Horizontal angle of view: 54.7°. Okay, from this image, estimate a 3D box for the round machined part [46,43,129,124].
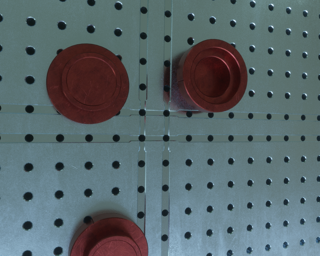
[{"bbox_3d":[-0.085,-0.053,0.373,0.099,0.042,0.097,0,90,-21],"label":"round machined part"}]

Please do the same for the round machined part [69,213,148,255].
[{"bbox_3d":[-0.061,0.159,0.382,0.099,0.042,0.097,0,90,-21],"label":"round machined part"}]

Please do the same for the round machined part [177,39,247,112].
[{"bbox_3d":[0.068,-0.070,0.430,0.099,0.042,0.097,0,90,-21],"label":"round machined part"}]
